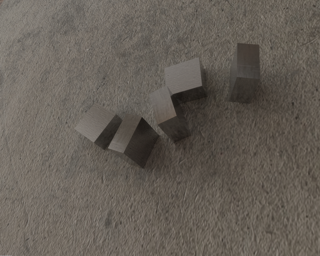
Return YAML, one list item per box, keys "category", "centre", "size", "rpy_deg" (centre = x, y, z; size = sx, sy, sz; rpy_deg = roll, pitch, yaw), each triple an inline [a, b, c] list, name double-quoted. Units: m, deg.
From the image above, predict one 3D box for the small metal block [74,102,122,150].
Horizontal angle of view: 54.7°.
- category: "small metal block"
  centre: [-0.088, -0.003, 0.452]
  size: [0.050, 0.025, 0.050]
  rpy_deg: [28, 77, 37]

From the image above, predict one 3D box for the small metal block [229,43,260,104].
- category: "small metal block"
  centre: [0.100, -0.065, 0.371]
  size: [0.025, 0.050, 0.050]
  rpy_deg: [6, 62, 4]

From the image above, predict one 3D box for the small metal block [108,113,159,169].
- category: "small metal block"
  centre: [-0.032, 0.017, 0.394]
  size: [0.025, 0.050, 0.050]
  rpy_deg: [14, 69, 34]

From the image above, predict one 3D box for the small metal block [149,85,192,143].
- category: "small metal block"
  centre: [0.013, -0.017, 0.391]
  size: [0.025, 0.050, 0.050]
  rpy_deg: [-25, 53, 13]

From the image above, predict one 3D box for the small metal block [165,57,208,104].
- category: "small metal block"
  centre: [0.035, -0.063, 0.424]
  size: [0.050, 0.025, 0.050]
  rpy_deg: [-14, 56, 20]
